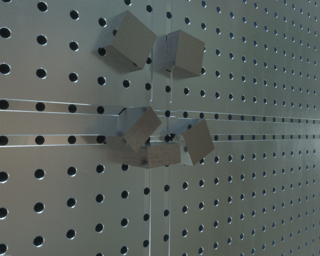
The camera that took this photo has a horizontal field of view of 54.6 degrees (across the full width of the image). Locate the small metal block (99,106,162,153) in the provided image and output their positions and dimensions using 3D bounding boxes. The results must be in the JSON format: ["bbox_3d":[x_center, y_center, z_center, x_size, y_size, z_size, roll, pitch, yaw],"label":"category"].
[{"bbox_3d":[-0.035,0.001,0.363,0.050,0.050,0.025,-50,120,-28],"label":"small metal block"}]

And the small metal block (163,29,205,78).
[{"bbox_3d":[0.034,-0.103,0.436,0.050,0.025,0.050,14,81,-39],"label":"small metal block"}]

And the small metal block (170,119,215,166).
[{"bbox_3d":[0.048,0.019,0.448,0.050,0.025,0.050,-32,110,-35],"label":"small metal block"}]

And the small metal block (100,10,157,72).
[{"bbox_3d":[-0.037,-0.104,0.377,0.050,0.025,0.050,33,70,-35],"label":"small metal block"}]

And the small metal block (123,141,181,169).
[{"bbox_3d":[-0.010,0.032,0.383,0.050,0.050,0.025,-4,93,-40],"label":"small metal block"}]
